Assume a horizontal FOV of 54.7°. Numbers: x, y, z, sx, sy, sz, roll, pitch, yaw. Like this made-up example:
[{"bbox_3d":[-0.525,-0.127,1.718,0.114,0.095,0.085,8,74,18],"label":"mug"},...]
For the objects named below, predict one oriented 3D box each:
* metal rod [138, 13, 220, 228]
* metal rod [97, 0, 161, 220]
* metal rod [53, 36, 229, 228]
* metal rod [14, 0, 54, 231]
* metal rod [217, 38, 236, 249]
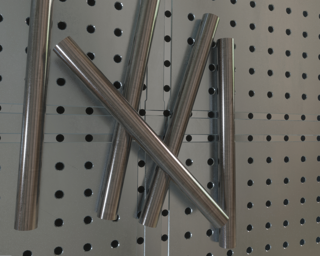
[{"bbox_3d":[0.028,-0.015,0.424,0.025,0.025,0.299,20,83,-19],"label":"metal rod"},{"bbox_3d":[-0.038,-0.034,0.399,0.025,0.025,0.298,13,86,-20],"label":"metal rod"},{"bbox_3d":[-0.014,0.015,0.380,0.025,0.025,0.300,-45,104,-15],"label":"metal rod"},{"bbox_3d":[-0.144,-0.035,0.359,0.025,0.025,0.298,4,89,-20],"label":"metal rod"},{"bbox_3d":[0.096,0.022,0.449,0.025,0.025,0.298,-1,90,-20],"label":"metal rod"}]
